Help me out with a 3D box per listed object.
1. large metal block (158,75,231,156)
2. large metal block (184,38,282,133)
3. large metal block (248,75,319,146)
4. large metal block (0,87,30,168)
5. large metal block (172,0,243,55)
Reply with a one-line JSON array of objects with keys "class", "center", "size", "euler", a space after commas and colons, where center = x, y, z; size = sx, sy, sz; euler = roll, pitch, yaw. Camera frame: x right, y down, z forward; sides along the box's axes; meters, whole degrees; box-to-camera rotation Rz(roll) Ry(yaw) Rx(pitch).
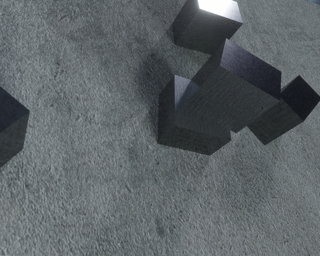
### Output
[{"class": "large metal block", "center": [0.045, -0.016, 0.421], "size": [0.081, 0.050, 0.080], "euler": [14, 56, -20]}, {"class": "large metal block", "center": [0.088, -0.048, 0.381], "size": [0.080, 0.080, 0.050], "euler": [27, 52, -11]}, {"class": "large metal block", "center": [0.192, -0.028, 0.489], "size": [0.050, 0.080, 0.081], "euler": [49, 51, 6]}, {"class": "large metal block", "center": [-0.172, -0.007, 0.280], "size": [0.080, 0.080, 0.050], "euler": [40, 51, -1]}, {"class": "large metal block", "center": [0.076, -0.174, 0.515], "size": [0.081, 0.080, 0.050], "euler": [9, 58, -24]}]
